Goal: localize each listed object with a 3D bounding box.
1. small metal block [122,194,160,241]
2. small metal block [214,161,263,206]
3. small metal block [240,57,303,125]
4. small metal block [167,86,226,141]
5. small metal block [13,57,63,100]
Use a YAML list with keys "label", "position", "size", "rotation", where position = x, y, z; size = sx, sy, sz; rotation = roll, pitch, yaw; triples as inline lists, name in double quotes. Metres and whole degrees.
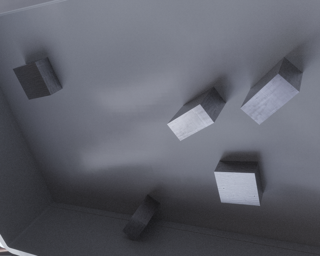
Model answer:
- label: "small metal block"
  position: [-0.030, 0.143, 0.497]
  size: [0.025, 0.050, 0.050]
  rotation: [35, 129, 5]
- label: "small metal block"
  position: [0.102, 0.070, 0.398]
  size: [0.050, 0.025, 0.050]
  rotation: [-2, 118, 29]
- label: "small metal block"
  position: [0.112, -0.038, 0.310]
  size: [0.025, 0.050, 0.050]
  rotation: [41, 129, 0]
- label: "small metal block"
  position: [0.043, -0.017, 0.359]
  size: [0.050, 0.050, 0.025]
  rotation: [-31, 101, 38]
- label: "small metal block"
  position: [-0.181, -0.073, 0.459]
  size: [0.050, 0.025, 0.050]
  rotation: [-6, 116, 31]
